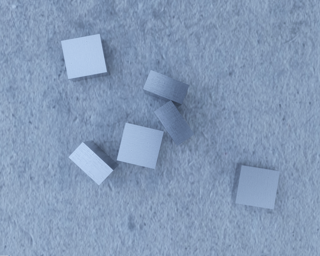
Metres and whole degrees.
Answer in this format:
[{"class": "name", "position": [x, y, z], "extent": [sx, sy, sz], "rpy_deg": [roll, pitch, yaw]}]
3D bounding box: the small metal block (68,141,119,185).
[{"class": "small metal block", "position": [-0.083, 0.043, 0.396], "extent": [0.050, 0.050, 0.025], "rpy_deg": [43, 90, -1]}]

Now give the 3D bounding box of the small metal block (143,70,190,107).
[{"class": "small metal block", "position": [0.008, -0.049, 0.398], "extent": [0.050, 0.050, 0.025], "rpy_deg": [21, 90, -1]}]

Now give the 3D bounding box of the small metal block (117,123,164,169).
[{"class": "small metal block", "position": [-0.025, 0.023, 0.410], "extent": [0.050, 0.025, 0.050], "rpy_deg": [13, 90, -1]}]

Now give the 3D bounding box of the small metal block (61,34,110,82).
[{"class": "small metal block", "position": [-0.097, -0.092, 0.409], "extent": [0.050, 0.025, 0.050], "rpy_deg": [-11, 90, -1]}]

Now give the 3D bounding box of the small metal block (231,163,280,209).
[{"class": "small metal block", "position": [0.126, 0.076, 0.412], "extent": [0.050, 0.025, 0.050], "rpy_deg": [9, 90, -1]}]

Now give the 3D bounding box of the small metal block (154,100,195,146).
[{"class": "small metal block", "position": [0.017, -0.006, 0.398], "extent": [0.025, 0.050, 0.050], "rpy_deg": [-35, 90, 0]}]
